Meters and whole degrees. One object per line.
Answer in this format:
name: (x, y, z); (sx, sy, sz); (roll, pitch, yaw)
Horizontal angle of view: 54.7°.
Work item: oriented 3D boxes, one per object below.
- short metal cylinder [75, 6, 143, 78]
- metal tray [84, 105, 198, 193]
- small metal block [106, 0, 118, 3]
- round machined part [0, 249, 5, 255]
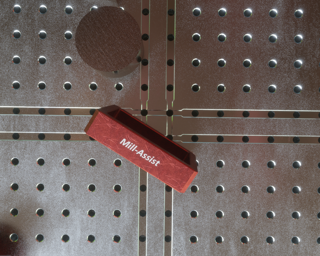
short metal cylinder: (-0.063, -0.108, 0.400); (0.081, 0.050, 0.079); (0, 90, 0)
metal tray: (-0.018, 0.020, 0.378); (0.130, 0.090, 0.030); (32, 99, 0)
small metal block: (-0.076, -0.202, 0.412); (0.050, 0.025, 0.050); (16, 90, 0)
round machined part: (-0.245, 0.189, 0.403); (0.099, 0.042, 0.097); (0, 90, 0)
